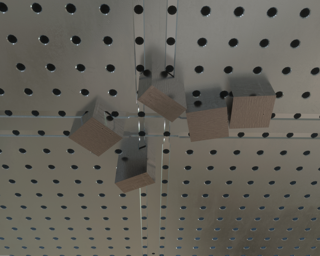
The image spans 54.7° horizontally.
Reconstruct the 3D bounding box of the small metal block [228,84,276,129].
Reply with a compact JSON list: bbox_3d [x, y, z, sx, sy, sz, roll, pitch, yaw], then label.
[{"bbox_3d":[0.113,-0.027,0.391,0.050,0.025,0.050,-2,130,1],"label":"small metal block"}]

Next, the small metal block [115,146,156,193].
[{"bbox_3d":[-0.035,0.060,0.446,0.050,0.050,0.025,-21,127,17],"label":"small metal block"}]

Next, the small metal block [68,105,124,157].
[{"bbox_3d":[-0.084,0.005,0.415,0.050,0.025,0.050,-36,122,26],"label":"small metal block"}]

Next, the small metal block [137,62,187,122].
[{"bbox_3d":[0.003,-0.042,0.360,0.050,0.050,0.025,32,123,-25],"label":"small metal block"}]

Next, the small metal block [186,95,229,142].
[{"bbox_3d":[0.061,-0.012,0.403,0.050,0.025,0.050,-9,130,6],"label":"small metal block"}]
